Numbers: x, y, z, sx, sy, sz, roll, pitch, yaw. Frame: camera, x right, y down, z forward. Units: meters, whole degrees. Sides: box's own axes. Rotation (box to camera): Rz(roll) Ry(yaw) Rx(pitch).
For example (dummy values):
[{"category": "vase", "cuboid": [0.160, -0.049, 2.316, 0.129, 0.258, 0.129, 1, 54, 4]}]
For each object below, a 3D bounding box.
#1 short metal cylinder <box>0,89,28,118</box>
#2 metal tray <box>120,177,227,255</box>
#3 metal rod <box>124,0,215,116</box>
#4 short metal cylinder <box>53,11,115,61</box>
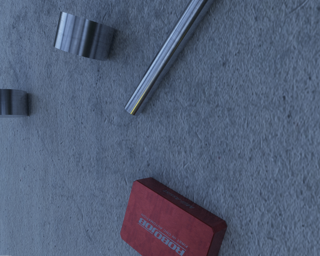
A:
[{"category": "short metal cylinder", "cuboid": [-0.312, -0.048, 0.627, 0.080, 0.081, 0.050, -4, 88, 40]}, {"category": "metal tray", "cuboid": [0.011, 0.130, 0.393, 0.130, 0.030, 0.089, 24, 105, 37]}, {"category": "metal rod", "cuboid": [0.039, -0.135, 0.372, 0.025, 0.025, 0.298, 50, 119, 28]}, {"category": "short metal cylinder", "cuboid": [-0.113, -0.136, 0.462, 0.080, 0.081, 0.050, 28, 108, 36]}]
